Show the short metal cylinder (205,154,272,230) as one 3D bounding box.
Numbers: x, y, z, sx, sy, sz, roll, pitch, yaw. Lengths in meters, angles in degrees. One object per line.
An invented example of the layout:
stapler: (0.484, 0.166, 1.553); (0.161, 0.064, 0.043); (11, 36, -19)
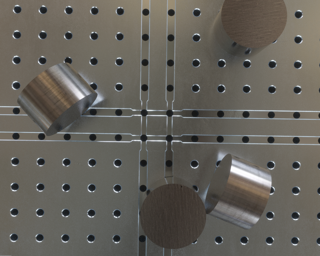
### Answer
short metal cylinder: (0.095, 0.078, 0.387); (0.050, 0.080, 0.080); (23, 90, 0)

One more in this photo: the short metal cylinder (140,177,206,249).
short metal cylinder: (0.016, 0.107, 0.401); (0.081, 0.050, 0.079); (0, 90, 0)

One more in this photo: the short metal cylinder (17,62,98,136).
short metal cylinder: (-0.125, -0.035, 0.385); (0.080, 0.080, 0.050); (-42, 90, 0)

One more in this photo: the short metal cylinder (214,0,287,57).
short metal cylinder: (0.115, -0.137, 0.402); (0.081, 0.050, 0.080); (0, 90, 0)
